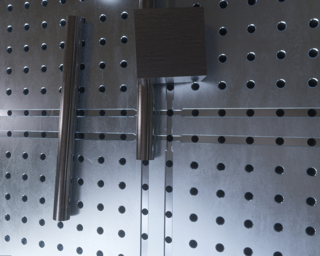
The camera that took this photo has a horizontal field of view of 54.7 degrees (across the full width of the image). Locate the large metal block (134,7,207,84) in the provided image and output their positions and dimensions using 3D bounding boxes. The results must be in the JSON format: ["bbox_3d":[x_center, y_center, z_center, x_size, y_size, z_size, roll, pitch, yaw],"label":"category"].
[{"bbox_3d":[0.012,-0.099,0.381,0.081,0.050,0.079,-3,90,-2],"label":"large metal block"}]

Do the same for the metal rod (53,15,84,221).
[{"bbox_3d":[-0.136,-0.013,0.460,0.025,0.025,0.298,5,92,20],"label":"metal rod"}]

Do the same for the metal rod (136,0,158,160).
[{"bbox_3d":[-0.017,-0.107,0.418,0.025,0.025,0.298,1,90,20],"label":"metal rod"}]
